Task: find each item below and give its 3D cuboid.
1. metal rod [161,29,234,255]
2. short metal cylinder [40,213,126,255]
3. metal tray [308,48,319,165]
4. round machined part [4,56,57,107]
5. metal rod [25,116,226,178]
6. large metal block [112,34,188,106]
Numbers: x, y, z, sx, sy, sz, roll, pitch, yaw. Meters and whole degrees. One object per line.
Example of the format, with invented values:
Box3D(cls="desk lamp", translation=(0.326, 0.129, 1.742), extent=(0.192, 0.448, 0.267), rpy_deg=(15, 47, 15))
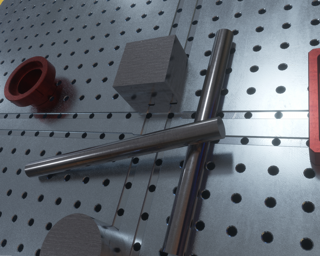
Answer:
Box3D(cls="metal rod", translation=(0.053, -0.001, 0.379), extent=(0.025, 0.025, 0.300), rpy_deg=(3, 63, 29))
Box3D(cls="short metal cylinder", translation=(-0.086, 0.142, 0.348), extent=(0.080, 0.050, 0.080), rpy_deg=(-13, 56, 20))
Box3D(cls="metal tray", translation=(0.202, -0.027, 0.315), extent=(0.090, 0.030, 0.130), rpy_deg=(-1, 61, 27))
Box3D(cls="round machined part", translation=(-0.229, -0.079, 0.563), extent=(0.098, 0.042, 0.098), rpy_deg=(-13, 56, 20))
Box3D(cls="metal rod", translation=(-0.064, 0.031, 0.402), extent=(0.300, 0.025, 0.025), rpy_deg=(-14, 56, 27))
Box3D(cls="large metal block", translation=(-0.012, -0.081, 0.447), extent=(0.080, 0.050, 0.080), rpy_deg=(-2, 61, 27))
